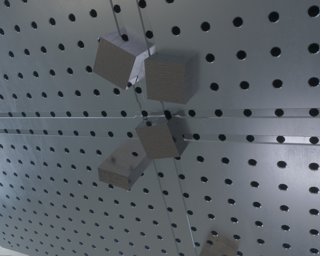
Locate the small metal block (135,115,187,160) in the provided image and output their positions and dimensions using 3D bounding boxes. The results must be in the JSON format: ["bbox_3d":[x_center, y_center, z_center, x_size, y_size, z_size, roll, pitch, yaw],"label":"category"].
[{"bbox_3d":[0.002,0.013,0.419,0.050,0.025,0.050,-9,114,32],"label":"small metal block"}]

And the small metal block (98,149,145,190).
[{"bbox_3d":[-0.057,0.061,0.463,0.050,0.050,0.025,13,124,21],"label":"small metal block"}]

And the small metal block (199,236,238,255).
[{"bbox_3d":[0.089,0.208,0.493,0.050,0.025,0.050,23,127,14],"label":"small metal block"}]

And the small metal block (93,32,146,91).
[{"bbox_3d":[-0.052,-0.083,0.388,0.050,0.025,0.050,31,128,8],"label":"small metal block"}]

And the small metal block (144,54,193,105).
[{"bbox_3d":[0.011,-0.059,0.369,0.050,0.025,0.050,10,123,22],"label":"small metal block"}]
